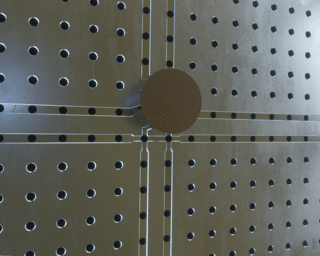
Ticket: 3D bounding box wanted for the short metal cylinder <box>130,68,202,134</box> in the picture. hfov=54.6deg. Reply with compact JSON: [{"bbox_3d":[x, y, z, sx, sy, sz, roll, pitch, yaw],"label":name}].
[{"bbox_3d":[0.006,-0.033,0.401,0.081,0.050,0.080,0,90,-20],"label":"short metal cylinder"}]
